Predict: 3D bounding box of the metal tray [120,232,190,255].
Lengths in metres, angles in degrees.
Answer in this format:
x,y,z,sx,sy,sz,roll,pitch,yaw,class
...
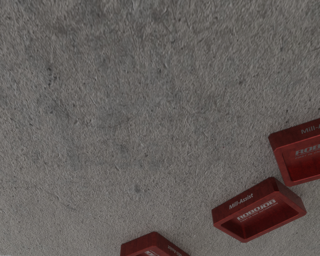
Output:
x,y,z,sx,sy,sz,roll,pitch,yaw,class
-0.006,0.265,0.628,0.090,0.030,0.130,-30,125,22,metal tray

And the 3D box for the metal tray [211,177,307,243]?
x,y,z,sx,sy,sz,roll,pitch,yaw,class
0.165,0.143,0.527,0.090,0.030,0.130,36,122,-27,metal tray

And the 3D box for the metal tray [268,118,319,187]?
x,y,z,sx,sy,sz,roll,pitch,yaw,class
0.228,0.028,0.429,0.130,0.030,0.090,-20,128,16,metal tray
